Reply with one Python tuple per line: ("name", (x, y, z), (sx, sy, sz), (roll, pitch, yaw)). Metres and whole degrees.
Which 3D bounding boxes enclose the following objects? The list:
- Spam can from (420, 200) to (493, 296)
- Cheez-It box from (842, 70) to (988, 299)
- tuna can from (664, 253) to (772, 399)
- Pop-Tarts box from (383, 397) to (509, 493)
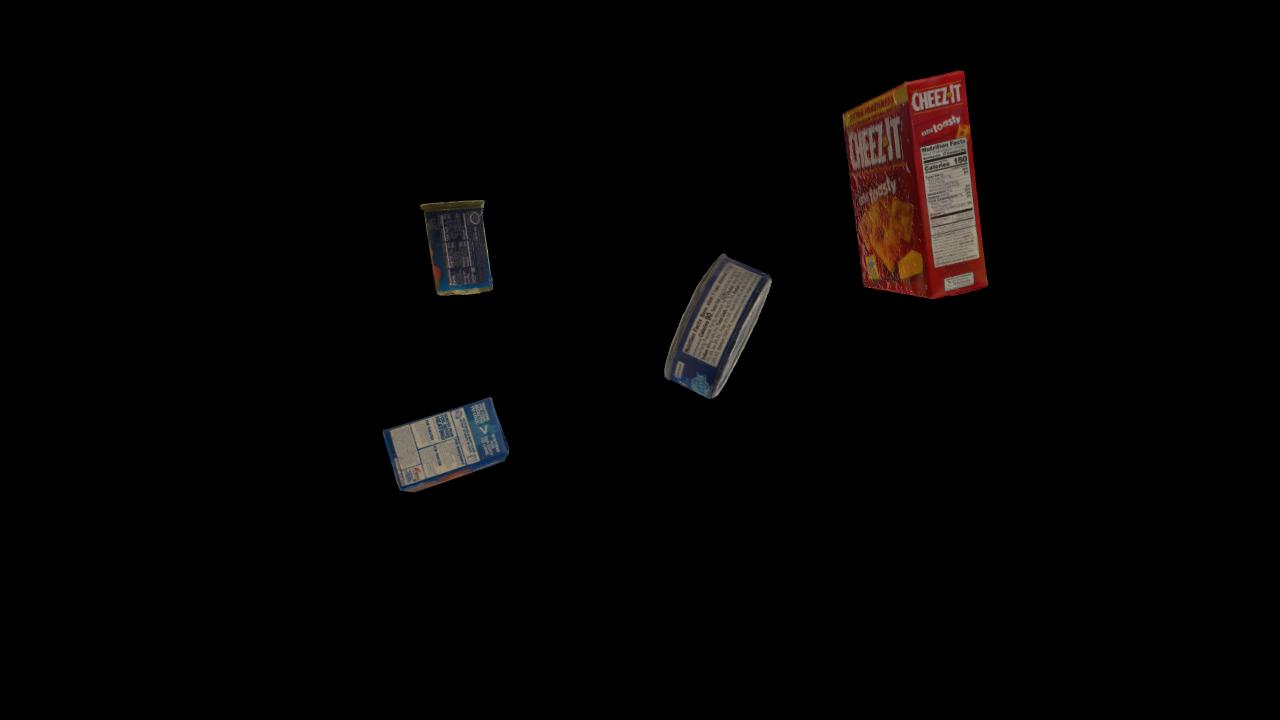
("Spam can", (-0.177, -0.111, 0.604), (0.058, 0.085, 0.101), (-8, 14, -13))
("Cheez-It box", (0.305, -0.189, 0.700), (0.071, 0.223, 0.166), (-13, 12, -2))
("tuna can", (0.048, -0.019, 0.374), (0.034, 0.084, 0.084), (26, 5, 11))
("Pop-Tarts box", (-0.263, 0.122, 0.854), (0.141, 0.083, 0.167), (-18, -7, -18))
